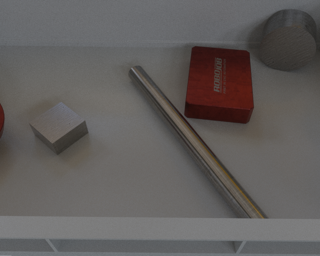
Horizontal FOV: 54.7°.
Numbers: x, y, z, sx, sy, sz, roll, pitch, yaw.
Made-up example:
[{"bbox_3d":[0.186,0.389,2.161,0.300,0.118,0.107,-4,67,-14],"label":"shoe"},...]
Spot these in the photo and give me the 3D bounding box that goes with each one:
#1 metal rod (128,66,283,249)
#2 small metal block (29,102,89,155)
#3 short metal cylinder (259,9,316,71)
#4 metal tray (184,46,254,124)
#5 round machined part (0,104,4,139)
[{"bbox_3d":[0.038,0.014,0.393,0.025,0.025,0.300,-24,54,-19],"label":"metal rod"},{"bbox_3d":[-0.131,0.000,0.404,0.050,0.025,0.050,35,58,25],"label":"small metal block"},{"bbox_3d":[0.202,-0.137,0.487,0.080,0.080,0.050,15,52,11],"label":"short metal cylinder"},{"bbox_3d":[0.087,-0.068,0.460,0.091,0.030,0.130,6,50,5],"label":"metal tray"},{"bbox_3d":[-0.246,-0.004,0.378,0.099,0.042,0.098,14,55,-20],"label":"round machined part"}]
